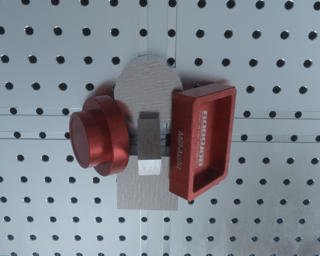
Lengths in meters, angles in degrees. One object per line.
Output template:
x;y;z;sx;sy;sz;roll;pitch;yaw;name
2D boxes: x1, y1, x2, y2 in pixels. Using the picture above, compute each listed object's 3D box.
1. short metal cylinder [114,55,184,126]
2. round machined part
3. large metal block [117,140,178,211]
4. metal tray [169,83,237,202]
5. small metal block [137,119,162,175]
-0.013;-0.046;0.382;0.081;0.050;0.079;0;110;0;short metal cylinder
-0.078;0.012;0.374;0.042;0.098;0.097;-11;114;-32;round machined part
-0.015;0.063;0.423;0.081;0.050;0.079;2;110;-1;large metal block
0.054;0.015;0.386;0.030;0.091;0.129;19;116;39;metal tray
-0.013;0.023;0.363;0.025;0.050;0.050;-1;152;-3;small metal block
